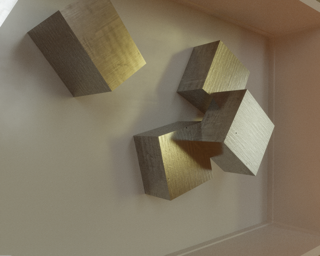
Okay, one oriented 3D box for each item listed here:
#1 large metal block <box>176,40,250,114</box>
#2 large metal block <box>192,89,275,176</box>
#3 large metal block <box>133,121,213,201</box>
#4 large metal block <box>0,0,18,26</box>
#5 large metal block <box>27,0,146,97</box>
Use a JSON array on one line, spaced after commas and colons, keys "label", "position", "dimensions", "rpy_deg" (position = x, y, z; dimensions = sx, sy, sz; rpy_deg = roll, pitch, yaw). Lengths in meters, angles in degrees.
[{"label": "large metal block", "position": [0.081, -0.069, 0.461], "dimensions": [0.080, 0.050, 0.080], "rpy_deg": [34, 69, -35]}, {"label": "large metal block", "position": [0.100, 0.007, 0.412], "dimensions": [0.080, 0.050, 0.080], "rpy_deg": [43, 64, -32]}, {"label": "large metal block", "position": [0.019, 0.039, 0.409], "dimensions": [0.081, 0.050, 0.079], "rpy_deg": [-18, 102, -39]}, {"label": "large metal block", "position": [-0.163, -0.072, 0.234], "dimensions": [0.050, 0.080, 0.080], "rpy_deg": [35, 68, -35]}, {"label": "large metal block", "position": [-0.074, -0.080, 0.310], "dimensions": [0.050, 0.080, 0.080], "rpy_deg": [-46, 118, -30]}]
